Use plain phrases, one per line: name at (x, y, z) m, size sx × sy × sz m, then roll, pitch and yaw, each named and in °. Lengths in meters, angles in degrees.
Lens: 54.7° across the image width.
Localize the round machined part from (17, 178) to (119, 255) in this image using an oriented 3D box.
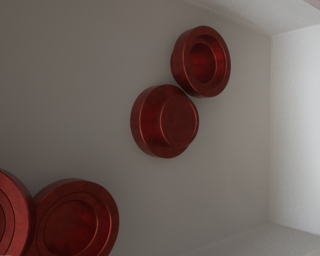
round machined part at (-0.095, 0.100, 0.316) m, size 0.099 × 0.042 × 0.097 m, roll 0°, pitch 90°, yaw -40°

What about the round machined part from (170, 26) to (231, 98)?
round machined part at (0.053, -0.091, 0.440) m, size 0.099 × 0.042 × 0.097 m, roll 0°, pitch 90°, yaw -40°

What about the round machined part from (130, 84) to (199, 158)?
round machined part at (0.013, -0.009, 0.407) m, size 0.099 × 0.042 × 0.097 m, roll 0°, pitch 90°, yaw -40°

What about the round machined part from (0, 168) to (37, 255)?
round machined part at (-0.151, 0.078, 0.250) m, size 0.099 × 0.042 × 0.098 m, roll 2°, pitch 79°, yaw -7°
